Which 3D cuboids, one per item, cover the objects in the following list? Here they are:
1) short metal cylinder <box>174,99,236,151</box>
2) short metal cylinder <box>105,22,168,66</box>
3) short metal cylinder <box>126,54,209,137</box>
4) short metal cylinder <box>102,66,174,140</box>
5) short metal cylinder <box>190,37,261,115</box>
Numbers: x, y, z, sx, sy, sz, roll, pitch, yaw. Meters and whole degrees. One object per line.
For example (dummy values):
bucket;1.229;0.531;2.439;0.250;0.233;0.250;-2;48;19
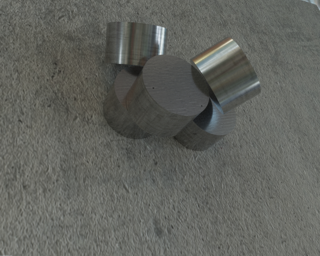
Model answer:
short metal cylinder;0.057;-0.014;0.430;0.081;0.050;0.080;14;56;-21
short metal cylinder;-0.032;-0.108;0.412;0.081;0.080;0.050;0;101;-29
short metal cylinder;0.008;-0.036;0.352;0.081;0.050;0.080;14;56;-21
short metal cylinder;-0.027;-0.032;0.395;0.081;0.050;0.080;14;56;-21
short metal cylinder;0.079;-0.063;0.380;0.050;0.080;0.080;-31;75;6
